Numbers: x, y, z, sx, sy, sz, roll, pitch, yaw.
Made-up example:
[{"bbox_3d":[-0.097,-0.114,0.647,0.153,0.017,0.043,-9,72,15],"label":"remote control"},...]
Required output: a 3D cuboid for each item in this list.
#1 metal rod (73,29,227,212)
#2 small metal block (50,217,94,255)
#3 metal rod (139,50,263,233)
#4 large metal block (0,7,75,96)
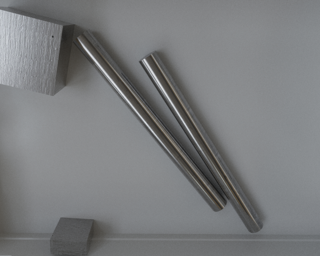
[{"bbox_3d":[-0.003,0.001,0.411,0.025,0.025,0.300,-36,107,12],"label":"metal rod"},{"bbox_3d":[-0.128,0.159,0.455,0.050,0.050,0.025,4,110,-2],"label":"small metal block"},{"bbox_3d":[0.064,0.030,0.423,0.025,0.025,0.299,-31,108,10],"label":"metal rod"},{"bbox_3d":[-0.152,-0.091,0.362,0.081,0.050,0.079,13,110,-5],"label":"large metal block"}]
